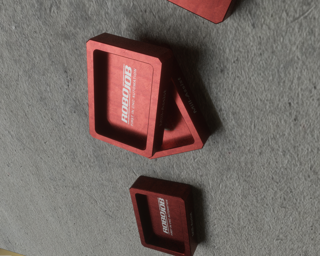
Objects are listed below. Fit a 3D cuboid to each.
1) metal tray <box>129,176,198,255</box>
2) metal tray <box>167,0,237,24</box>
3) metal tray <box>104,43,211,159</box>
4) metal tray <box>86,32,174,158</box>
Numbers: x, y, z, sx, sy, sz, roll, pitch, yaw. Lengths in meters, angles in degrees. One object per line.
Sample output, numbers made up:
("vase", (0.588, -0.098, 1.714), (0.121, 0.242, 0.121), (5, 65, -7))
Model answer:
("metal tray", (0.008, 0.141, 0.486), (0.090, 0.030, 0.129), (6, 121, 25))
("metal tray", (0.021, -0.167, 0.289), (0.130, 0.030, 0.089), (29, 128, 9))
("metal tray", (-0.004, -0.028, 0.388), (0.090, 0.030, 0.130), (-16, 110, 34))
("metal tray", (-0.038, -0.035, 0.361), (0.090, 0.030, 0.129), (19, 126, 17))
